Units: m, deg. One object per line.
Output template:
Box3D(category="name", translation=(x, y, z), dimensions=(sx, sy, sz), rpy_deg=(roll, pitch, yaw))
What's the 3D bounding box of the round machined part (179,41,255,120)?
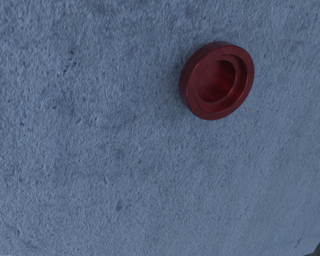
Box3D(category="round machined part", translation=(0.067, -0.062, 0.393), dimensions=(0.099, 0.042, 0.097), rpy_deg=(-14, 124, -21))
